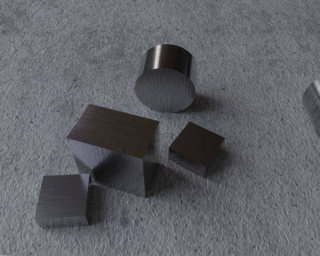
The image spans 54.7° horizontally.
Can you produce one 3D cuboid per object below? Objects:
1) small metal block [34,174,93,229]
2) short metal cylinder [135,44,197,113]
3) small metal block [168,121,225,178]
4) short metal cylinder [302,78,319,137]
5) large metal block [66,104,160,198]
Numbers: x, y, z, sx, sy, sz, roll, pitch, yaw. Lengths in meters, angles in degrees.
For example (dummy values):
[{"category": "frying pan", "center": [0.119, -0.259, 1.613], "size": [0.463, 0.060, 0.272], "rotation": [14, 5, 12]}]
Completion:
[{"category": "small metal block", "center": [-0.102, 0.079, 0.336], "size": [0.050, 0.025, 0.050], "rotation": [-2, 50, -3]}, {"category": "short metal cylinder", "center": [0.010, -0.066, 0.423], "size": [0.080, 0.080, 0.050], "rotation": [5, 50, 4]}, {"category": "small metal block", "center": [0.045, 0.026, 0.382], "size": [0.050, 0.025, 0.050], "rotation": [27, 55, 20]}, {"category": "short metal cylinder", "center": [0.231, -0.028, 0.394], "size": [0.081, 0.080, 0.050], "rotation": [-1, 50, -2]}, {"category": "large metal block", "center": [-0.047, 0.027, 0.344], "size": [0.080, 0.080, 0.050], "rotation": [14, 52, 11]}]
